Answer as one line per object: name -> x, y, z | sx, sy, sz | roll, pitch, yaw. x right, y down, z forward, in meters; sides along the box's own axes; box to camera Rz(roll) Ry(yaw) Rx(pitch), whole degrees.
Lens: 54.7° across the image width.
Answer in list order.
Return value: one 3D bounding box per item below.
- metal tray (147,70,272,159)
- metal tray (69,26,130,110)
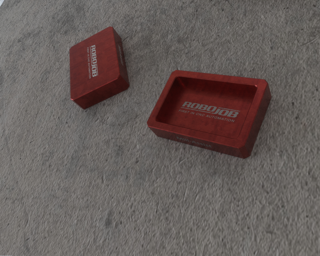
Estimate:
metal tray -> 0.058, -0.022, 0.383 | 0.130, 0.030, 0.090 | 13, 68, 33
metal tray -> -0.105, -0.103, 0.519 | 0.090, 0.030, 0.130 | -23, 53, 14
